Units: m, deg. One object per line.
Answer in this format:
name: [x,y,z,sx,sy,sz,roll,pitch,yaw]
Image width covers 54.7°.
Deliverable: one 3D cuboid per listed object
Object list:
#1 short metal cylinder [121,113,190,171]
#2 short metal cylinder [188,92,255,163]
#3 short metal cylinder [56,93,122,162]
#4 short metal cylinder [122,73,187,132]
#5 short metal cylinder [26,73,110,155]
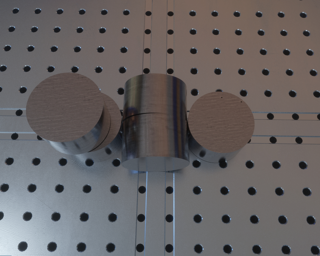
short metal cylinder: [-0.006,0.020,0.375,0.081,0.080,0.050,-1,70,-1]
short metal cylinder: [0.074,0.000,0.398,0.081,0.050,0.080,0,70,0]
short metal cylinder: [-0.087,-0.001,0.398,0.081,0.050,0.080,0,70,0]
short metal cylinder: [-0.006,-0.028,0.393,0.081,0.080,0.050,1,71,0]
short metal cylinder: [-0.100,-0.015,0.348,0.081,0.050,0.080,0,70,0]
